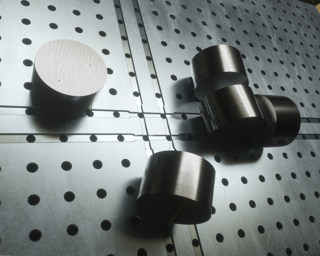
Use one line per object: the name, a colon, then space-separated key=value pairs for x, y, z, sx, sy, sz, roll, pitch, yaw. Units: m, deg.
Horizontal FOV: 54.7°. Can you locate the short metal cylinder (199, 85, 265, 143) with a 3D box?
short metal cylinder: x=0.101 y=-0.018 z=0.441 sx=0.081 sy=0.080 sz=0.050 roll=0 pitch=62 yaw=-29

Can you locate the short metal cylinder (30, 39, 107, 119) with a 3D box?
short metal cylinder: x=-0.109 y=-0.058 z=0.369 sx=0.081 sy=0.050 sz=0.080 roll=14 pitch=56 yaw=-21

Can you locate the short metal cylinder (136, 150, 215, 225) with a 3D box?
short metal cylinder: x=0.019 y=0.068 z=0.343 sx=0.080 sy=0.080 sz=0.050 roll=24 pitch=53 yaw=-14

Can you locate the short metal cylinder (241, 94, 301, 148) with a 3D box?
short metal cylinder: x=0.162 y=-0.010 z=0.469 sx=0.050 sy=0.080 sz=0.080 roll=0 pitch=62 yaw=-29

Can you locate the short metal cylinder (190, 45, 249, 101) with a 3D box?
short metal cylinder: x=0.089 y=-0.080 z=0.472 sx=0.081 sy=0.080 sz=0.050 roll=8 pitch=58 yaw=-24
